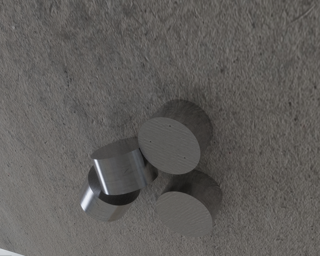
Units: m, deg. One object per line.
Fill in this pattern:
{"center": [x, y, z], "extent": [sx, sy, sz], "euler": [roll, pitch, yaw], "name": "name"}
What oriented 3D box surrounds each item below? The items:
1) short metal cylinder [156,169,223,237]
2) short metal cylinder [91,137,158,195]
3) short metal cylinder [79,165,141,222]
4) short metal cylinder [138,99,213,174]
{"center": [0.042, 0.105, 0.433], "extent": [0.080, 0.050, 0.079], "euler": [13, 124, 21], "name": "short metal cylinder"}
{"center": [-0.047, 0.049, 0.422], "extent": [0.080, 0.080, 0.050], "euler": [-8, 105, 31], "name": "short metal cylinder"}
{"center": [-0.076, 0.094, 0.470], "extent": [0.080, 0.080, 0.050], "euler": [36, 129, 4], "name": "short metal cylinder"}
{"center": [0.020, 0.011, 0.387], "extent": [0.080, 0.050, 0.079], "euler": [13, 124, 21], "name": "short metal cylinder"}
